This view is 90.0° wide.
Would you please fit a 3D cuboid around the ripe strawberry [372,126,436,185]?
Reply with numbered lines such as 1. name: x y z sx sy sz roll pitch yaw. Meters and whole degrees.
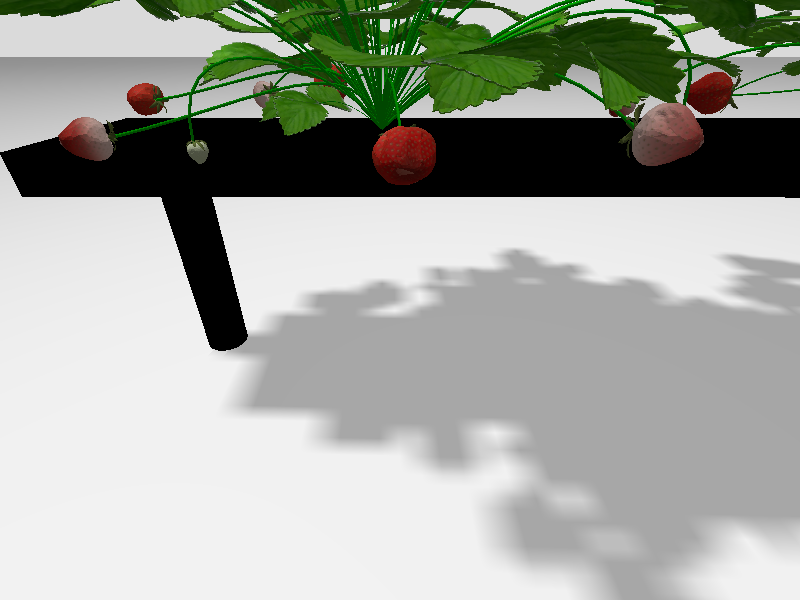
1. ripe strawberry: 0.002 -0.064 0.184 0.030 0.027 0.027 -3 42 -5

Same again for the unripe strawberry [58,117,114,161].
1. unripe strawberry: -0.184 -0.093 0.234 0.025 0.024 0.023 -19 37 -25

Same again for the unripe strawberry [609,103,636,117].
1. unripe strawberry: 0.207 -0.182 0.373 0.023 0.020 0.023 -30 19 31

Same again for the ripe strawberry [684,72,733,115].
1. ripe strawberry: 0.293 -0.198 0.383 0.037 0.036 0.040 16 36 24

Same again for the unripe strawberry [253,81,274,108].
1. unripe strawberry: -0.142 -0.213 0.419 0.028 0.027 0.026 11 31 44

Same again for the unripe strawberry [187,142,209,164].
1. unripe strawberry: -0.116 -0.085 0.230 0.011 0.012 0.012 26 41 35

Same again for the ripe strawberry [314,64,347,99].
1. ripe strawberry: -0.083 -0.254 0.471 0.039 0.041 0.042 -11 34 -17

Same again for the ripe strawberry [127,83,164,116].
1. ripe strawberry: -0.241 -0.189 0.377 0.031 0.027 0.031 9 34 15
